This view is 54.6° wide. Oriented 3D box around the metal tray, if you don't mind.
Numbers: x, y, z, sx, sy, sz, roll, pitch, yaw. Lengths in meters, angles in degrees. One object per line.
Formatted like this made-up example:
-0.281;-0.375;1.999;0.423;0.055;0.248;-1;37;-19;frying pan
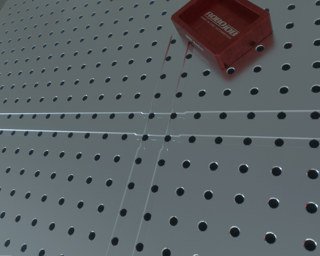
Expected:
0.086;-0.154;0.454;0.090;0.030;0.130;-38;51;2;metal tray
